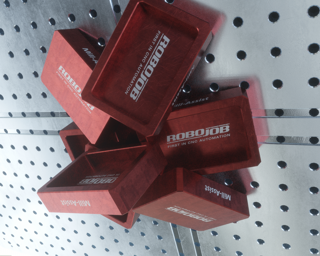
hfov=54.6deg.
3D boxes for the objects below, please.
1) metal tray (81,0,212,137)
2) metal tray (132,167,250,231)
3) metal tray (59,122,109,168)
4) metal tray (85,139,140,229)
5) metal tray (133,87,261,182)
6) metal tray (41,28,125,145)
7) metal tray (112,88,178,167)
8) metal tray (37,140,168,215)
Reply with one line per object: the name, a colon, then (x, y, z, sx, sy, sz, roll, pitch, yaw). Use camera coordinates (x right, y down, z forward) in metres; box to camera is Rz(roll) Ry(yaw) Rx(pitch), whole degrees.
metal tray: (-0.014, -0.066, 0.331, 0.090, 0.030, 0.130, 30, 95, 9)
metal tray: (0.041, 0.098, 0.404, 0.131, 0.030, 0.090, 27, 138, -33)
metal tray: (-0.094, 0.052, 0.491, 0.090, 0.030, 0.129, -5, 116, 29)
metal tray: (-0.066, 0.081, 0.454, 0.090, 0.030, 0.129, 24, 127, 13)
metal tray: (0.045, 0.011, 0.368, 0.130, 0.030, 0.090, -12, 113, 14)
metal tray: (-0.099, -0.054, 0.406, 0.130, 0.030, 0.090, 48, 131, 14)
metal tray: (-0.022, 0.006, 0.423, 0.090, 0.030, 0.129, -6, 114, 28)
metal tray: (-0.067, 0.057, 0.356, 0.130, 0.090, 0.030, -10, 113, 37)
